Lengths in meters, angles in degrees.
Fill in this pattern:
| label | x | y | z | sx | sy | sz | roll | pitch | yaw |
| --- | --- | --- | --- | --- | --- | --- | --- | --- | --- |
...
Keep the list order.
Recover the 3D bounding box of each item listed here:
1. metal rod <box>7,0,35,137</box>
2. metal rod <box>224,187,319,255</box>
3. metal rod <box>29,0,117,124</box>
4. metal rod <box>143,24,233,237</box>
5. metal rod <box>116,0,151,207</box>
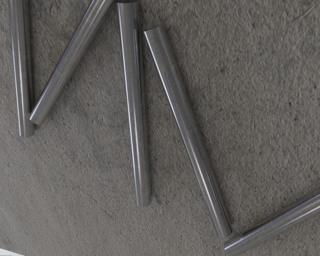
| label | x | y | z | sx | sy | sz | roll | pitch | yaw |
| --- | --- | --- | --- | --- | --- | --- | --- | --- | --- |
| metal rod | -0.198 | -0.108 | 0.444 | 0.025 | 0.025 | 0.298 | 24 | 127 | 13 |
| metal rod | 0.180 | 0.091 | 0.368 | 0.025 | 0.025 | 0.298 | 40 | 129 | 1 |
| metal rod | -0.114 | -0.096 | 0.407 | 0.025 | 0.025 | 0.299 | 44 | 129 | -3 |
| metal rod | 0.043 | 0.019 | 0.395 | 0.025 | 0.025 | 0.299 | -8 | 115 | 31 |
| metal rod | -0.031 | -0.011 | 0.415 | 0.025 | 0.025 | 0.298 | 12 | 124 | 22 |
